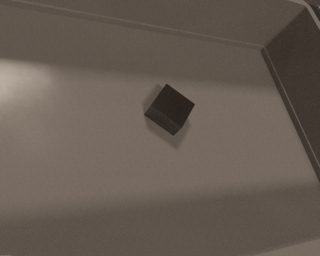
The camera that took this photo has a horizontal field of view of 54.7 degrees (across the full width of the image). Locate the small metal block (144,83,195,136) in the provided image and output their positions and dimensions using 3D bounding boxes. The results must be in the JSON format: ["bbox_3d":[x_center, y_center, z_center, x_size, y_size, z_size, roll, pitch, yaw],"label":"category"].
[{"bbox_3d":[0.014,-0.026,0.431,0.050,0.025,0.050,36,51,-5],"label":"small metal block"}]
